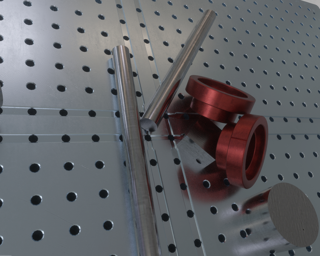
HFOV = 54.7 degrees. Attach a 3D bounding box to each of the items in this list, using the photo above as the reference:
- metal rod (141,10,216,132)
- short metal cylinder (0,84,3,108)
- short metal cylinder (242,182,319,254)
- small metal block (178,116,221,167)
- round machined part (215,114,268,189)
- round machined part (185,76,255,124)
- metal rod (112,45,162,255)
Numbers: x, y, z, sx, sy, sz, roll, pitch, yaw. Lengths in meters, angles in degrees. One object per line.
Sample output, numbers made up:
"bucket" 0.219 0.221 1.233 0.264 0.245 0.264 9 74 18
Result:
"metal rod" 0.039 -0.108 0.495 0.025 0.025 0.301 33 51 -7
"short metal cylinder" -0.196 -0.048 0.297 0.050 0.080 0.080 -30 78 -37
"short metal cylinder" 0.156 0.118 0.404 0.081 0.050 0.080 14 56 -21
"small metal block" 0.061 0.017 0.431 0.050 0.025 0.050 41 51 -1
"round machined part" 0.108 0.028 0.415 0.042 0.097 0.098 12 41 33
"round machined part" 0.082 -0.039 0.445 0.099 0.042 0.098 17 19 -6
"metal rod" -0.032 0.022 0.377 0.025 0.025 0.299 4 60 -27
